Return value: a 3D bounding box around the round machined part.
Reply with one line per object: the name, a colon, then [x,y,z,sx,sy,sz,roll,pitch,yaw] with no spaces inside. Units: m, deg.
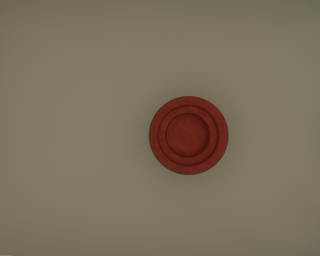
round machined part: [0.036,0.009,0.403,0.099,0.042,0.097,0,90,0]
